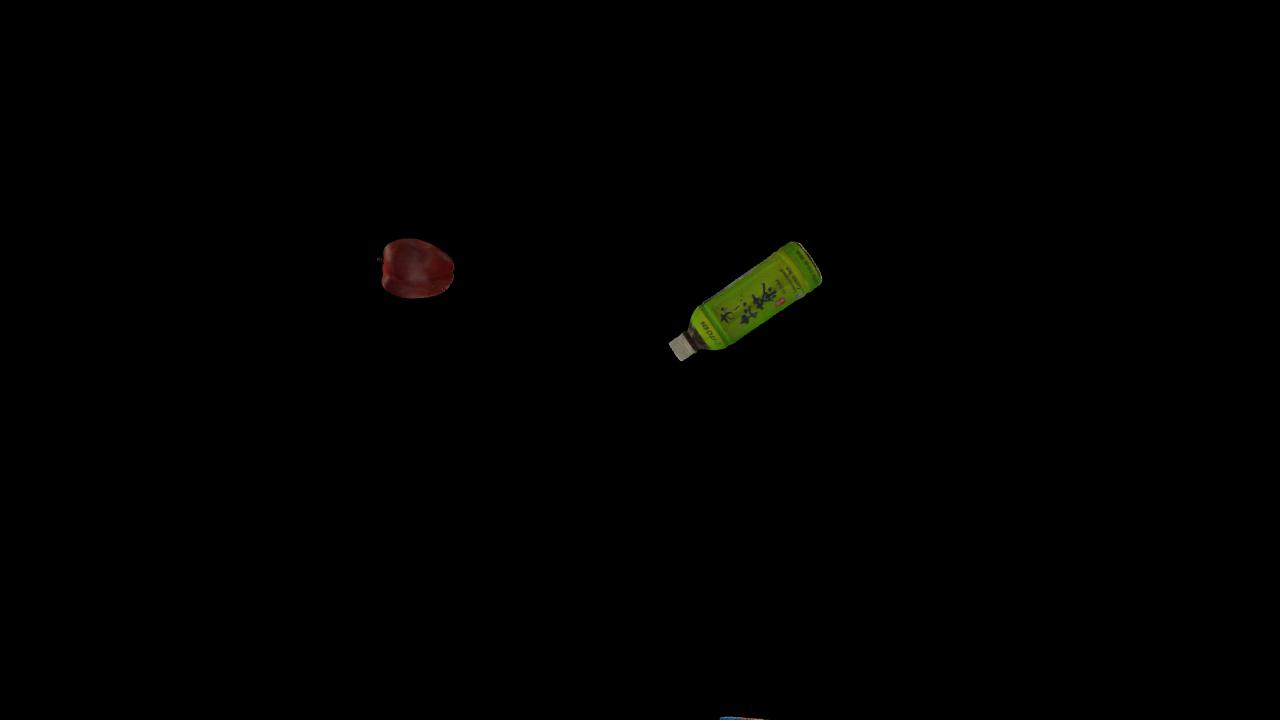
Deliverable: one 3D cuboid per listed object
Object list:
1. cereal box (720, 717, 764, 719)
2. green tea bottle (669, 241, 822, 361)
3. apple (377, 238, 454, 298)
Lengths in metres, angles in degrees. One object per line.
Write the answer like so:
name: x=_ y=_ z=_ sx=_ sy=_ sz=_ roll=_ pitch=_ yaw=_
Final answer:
cereal box: x=0.152 y=0.318 z=0.334 sx=0.081 sy=0.203 sz=0.306 roll=20 pitch=-32 yaw=-22
green tea bottle: x=0.132 y=-0.070 z=0.809 sx=0.212 sy=0.073 sz=0.073 roll=-34 pitch=-5 yaw=8
apple: x=-0.289 y=-0.119 z=0.793 sx=0.093 sy=0.079 sz=0.079 roll=6 pitch=-3 yaw=-28
